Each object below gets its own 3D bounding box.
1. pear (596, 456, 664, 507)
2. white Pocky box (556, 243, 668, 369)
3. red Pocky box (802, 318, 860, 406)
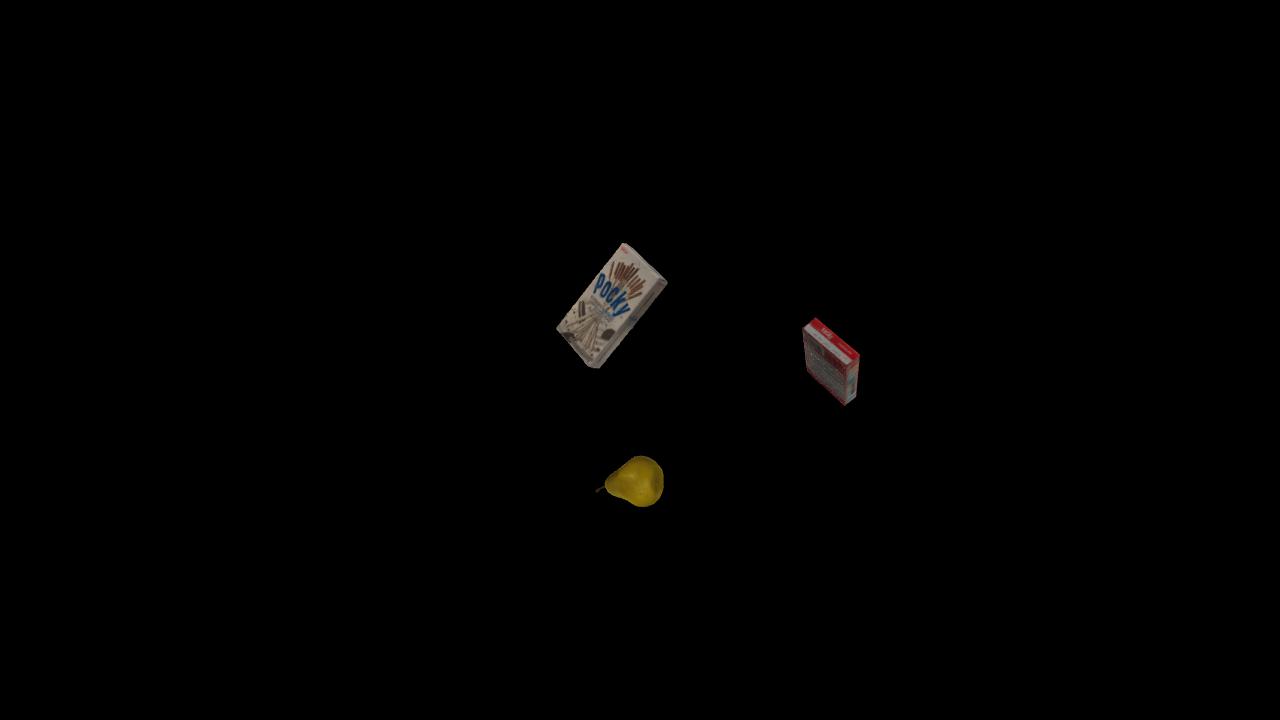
[{"bbox_3d":[-0.019,0.193,0.984,0.111,0.080,0.080,-1,-1,24],"label":"pear"},{"bbox_3d":[-0.040,-0.071,0.825,0.084,0.154,0.028,48,17,27],"label":"white Pocky box"},{"bbox_3d":[0.271,0.005,0.874,0.083,0.028,0.155,47,-4,29],"label":"red Pocky box"}]
